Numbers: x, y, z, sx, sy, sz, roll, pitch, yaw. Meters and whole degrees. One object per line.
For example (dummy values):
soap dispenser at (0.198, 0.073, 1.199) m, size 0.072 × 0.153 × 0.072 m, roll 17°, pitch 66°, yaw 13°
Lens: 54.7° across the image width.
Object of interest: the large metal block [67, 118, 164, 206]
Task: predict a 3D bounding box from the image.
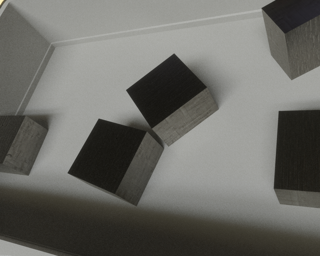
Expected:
large metal block at (-0.054, 0.042, 0.391) m, size 0.080 × 0.050 × 0.080 m, roll 14°, pitch 69°, yaw 33°

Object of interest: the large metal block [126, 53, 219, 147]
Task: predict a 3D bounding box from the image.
large metal block at (0.015, -0.037, 0.403) m, size 0.080 × 0.050 × 0.080 m, roll -37°, pitch 51°, yaw 3°

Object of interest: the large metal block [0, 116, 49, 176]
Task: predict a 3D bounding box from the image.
large metal block at (-0.240, 0.027, 0.496) m, size 0.080 × 0.050 × 0.080 m, roll 1°, pitch 62°, yaw 28°

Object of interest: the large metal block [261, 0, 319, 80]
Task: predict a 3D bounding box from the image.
large metal block at (0.170, -0.113, 0.350) m, size 0.080 × 0.080 × 0.050 m, roll -28°, pitch 53°, yaw 10°

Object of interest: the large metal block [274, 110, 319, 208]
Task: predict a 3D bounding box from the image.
large metal block at (0.155, 0.030, 0.290) m, size 0.080 × 0.050 × 0.080 m, roll 0°, pitch 62°, yaw 27°
